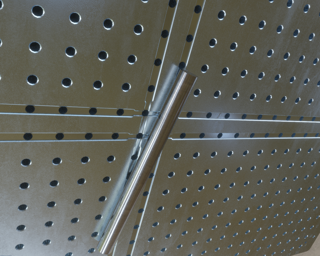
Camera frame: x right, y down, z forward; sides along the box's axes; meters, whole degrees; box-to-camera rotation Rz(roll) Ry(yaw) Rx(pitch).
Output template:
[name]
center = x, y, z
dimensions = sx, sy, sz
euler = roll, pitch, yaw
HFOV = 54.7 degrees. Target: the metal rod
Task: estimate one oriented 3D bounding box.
[metal rod]
center = -0.024, 0.059, 0.435
dimensions = 0.025, 0.025, 0.298
euler = 13, 112, -34
